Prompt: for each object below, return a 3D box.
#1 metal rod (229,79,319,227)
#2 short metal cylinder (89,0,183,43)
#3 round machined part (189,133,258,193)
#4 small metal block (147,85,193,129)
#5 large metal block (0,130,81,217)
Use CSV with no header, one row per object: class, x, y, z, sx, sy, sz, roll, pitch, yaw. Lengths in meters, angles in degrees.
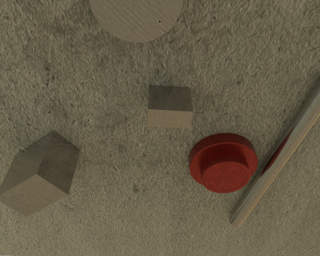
metal rod,0.168,0.054,0.455,0.025,0.025,0.298,10,130,-9
short metal cylinder,-0.021,-0.126,0.283,0.081,0.050,0.079,0,130,0
round machined part,0.092,0.057,0.446,0.099,0.042,0.097,-1,130,0
small metal block,0.011,-0.026,0.369,0.050,0.050,0.025,3,130,-3
large metal block,-0.163,0.061,0.421,0.080,0.080,0.050,-29,125,22
